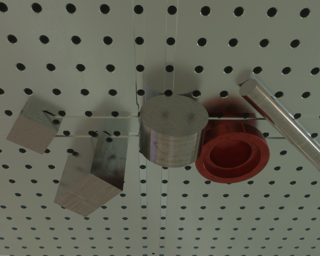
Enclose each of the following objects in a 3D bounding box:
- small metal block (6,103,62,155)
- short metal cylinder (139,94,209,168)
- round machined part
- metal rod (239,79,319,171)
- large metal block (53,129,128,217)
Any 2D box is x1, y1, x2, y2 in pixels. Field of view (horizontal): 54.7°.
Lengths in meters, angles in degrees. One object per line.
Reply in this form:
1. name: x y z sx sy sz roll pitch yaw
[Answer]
1. small metal block: -0.167 0.002 0.411 0.050 0.025 0.050 29 124 -23
2. short metal cylinder: 0.015 0.002 0.378 0.081 0.080 0.050 3 130 -3
3. round machined part: 0.096 0.029 0.427 0.099 0.042 0.097 -1 130 0
4. metal rod: 0.213 0.030 0.440 0.301 0.025 0.025 36 121 -27
5. large metal block: -0.093 0.063 0.428 0.050 0.080 0.080 37 121 -27
